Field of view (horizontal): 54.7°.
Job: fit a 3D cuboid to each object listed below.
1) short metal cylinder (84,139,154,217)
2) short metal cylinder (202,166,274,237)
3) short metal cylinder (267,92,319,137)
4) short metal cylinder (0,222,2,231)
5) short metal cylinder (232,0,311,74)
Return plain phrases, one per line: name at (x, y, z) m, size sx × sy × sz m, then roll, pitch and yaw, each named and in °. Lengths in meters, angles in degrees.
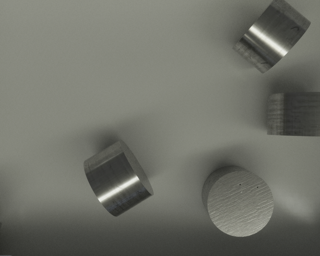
short metal cylinder at (-0.050, 0.061, 0.383) m, size 0.050 × 0.080 × 0.080 m, roll -31°, pitch 90°, yaw 0°
short metal cylinder at (0.098, 0.092, 0.400) m, size 0.081 × 0.050 × 0.080 m, roll 0°, pitch 90°, yaw 0°
short metal cylinder at (0.176, -0.016, 0.385) m, size 0.081 × 0.080 × 0.050 m, roll 1°, pitch 90°, yaw 0°
short metal cylinder at (-0.243, 0.135, 0.375) m, size 0.080 × 0.080 × 0.050 m, roll 6°, pitch 65°, yaw 0°
short metal cylinder at (0.136, -0.115, 0.385) m, size 0.050 × 0.080 × 0.080 m, roll 40°, pitch 90°, yaw 0°
